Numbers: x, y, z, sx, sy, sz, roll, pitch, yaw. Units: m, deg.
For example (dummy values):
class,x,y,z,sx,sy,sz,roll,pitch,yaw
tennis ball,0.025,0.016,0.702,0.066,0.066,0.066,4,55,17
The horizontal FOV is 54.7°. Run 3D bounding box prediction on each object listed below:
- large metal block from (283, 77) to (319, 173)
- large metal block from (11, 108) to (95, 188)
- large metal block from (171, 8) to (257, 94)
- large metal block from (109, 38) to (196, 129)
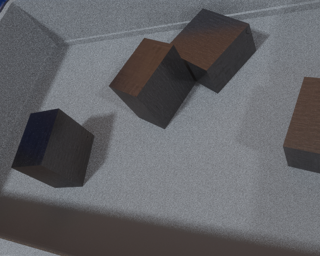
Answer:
class,x,y,z,sx,sy,sz,roll,pitch,yaw
large metal block,0.173,0.001,0.298,0.080,0.050,0.080,12,68,33
large metal block,-0.142,0.031,0.427,0.050,0.080,0.080,-7,59,24
large metal block,0.068,-0.105,0.419,0.080,0.050,0.080,-48,51,-6
large metal block,-0.007,-0.058,0.410,0.050,0.080,0.080,25,75,36
